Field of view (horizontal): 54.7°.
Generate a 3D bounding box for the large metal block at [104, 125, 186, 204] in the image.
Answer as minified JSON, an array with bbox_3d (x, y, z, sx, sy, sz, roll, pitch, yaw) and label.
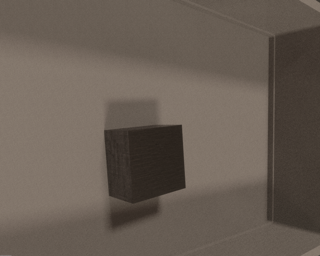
[{"bbox_3d":[-0.017,0.039,0.378,0.081,0.050,0.079,-7,94,-40],"label":"large metal block"}]
